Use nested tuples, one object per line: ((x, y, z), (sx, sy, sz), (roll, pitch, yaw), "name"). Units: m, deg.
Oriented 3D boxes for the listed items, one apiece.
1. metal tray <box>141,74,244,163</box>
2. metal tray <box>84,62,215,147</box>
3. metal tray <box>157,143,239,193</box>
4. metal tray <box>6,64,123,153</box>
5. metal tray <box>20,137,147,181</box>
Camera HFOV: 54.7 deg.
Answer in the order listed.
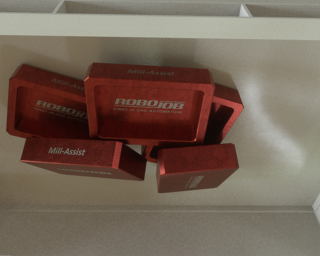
((0.037, -0.001, 0.403), (0.091, 0.030, 0.129), (15, 129, -13), "metal tray")
((-0.012, -0.023, 0.344), (0.131, 0.030, 0.089), (3, 130, -3), "metal tray")
((0.042, 0.058, 0.411), (0.091, 0.030, 0.130), (-5, 159, -4), "metal tray")
((-0.116, -0.017, 0.385), (0.131, 0.030, 0.089), (15, 129, -13), "metal tray")
((-0.093, 0.041, 0.392), (0.130, 0.030, 0.090), (1, 162, 19), "metal tray")
